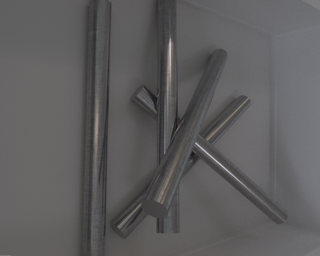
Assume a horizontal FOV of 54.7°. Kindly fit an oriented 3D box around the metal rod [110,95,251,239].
[{"bbox_3d":[0.047,0.038,0.445,0.302,0.025,0.025,-41,115,-32],"label":"metal rod"}]

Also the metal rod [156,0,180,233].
[{"bbox_3d":[0.009,-0.031,0.373,0.025,0.025,0.299,13,69,-39],"label":"metal rod"}]

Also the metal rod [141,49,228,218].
[{"bbox_3d":[0.045,-0.021,0.379,0.025,0.025,0.301,57,38,-25],"label":"metal rod"}]

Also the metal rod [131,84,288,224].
[{"bbox_3d":[0.080,0.047,0.434,0.300,0.025,0.025,40,65,-19],"label":"metal rod"}]

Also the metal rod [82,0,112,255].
[{"bbox_3d":[-0.071,0.008,0.346,0.025,0.025,0.298,2,89,-40],"label":"metal rod"}]
